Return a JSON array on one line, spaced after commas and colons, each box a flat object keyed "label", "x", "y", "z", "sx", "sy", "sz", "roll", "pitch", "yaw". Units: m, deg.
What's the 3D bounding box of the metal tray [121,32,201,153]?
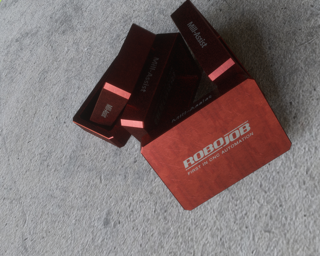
[{"label": "metal tray", "x": 0.008, "y": -0.040, "z": 0.383, "sx": 0.030, "sy": 0.090, "sz": 0.130, "roll": 7, "pitch": 65, "yaw": 31}]

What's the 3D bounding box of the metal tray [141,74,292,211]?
[{"label": "metal tray", "x": 0.057, "y": 0.016, "z": 0.323, "sx": 0.130, "sy": 0.090, "sz": 0.030, "roll": -34, "pitch": 17, "yaw": 6}]

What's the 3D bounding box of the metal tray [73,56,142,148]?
[{"label": "metal tray", "x": -0.059, "y": -0.044, "z": 0.458, "sx": 0.090, "sy": 0.030, "sz": 0.130, "roll": 22, "pitch": 73, "yaw": 35}]

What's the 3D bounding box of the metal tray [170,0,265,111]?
[{"label": "metal tray", "x": 0.069, "y": -0.090, "z": 0.379, "sx": 0.030, "sy": 0.090, "sz": 0.130, "roll": -39, "pitch": 50, "yaw": 20}]

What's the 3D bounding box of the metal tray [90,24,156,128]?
[{"label": "metal tray", "x": -0.051, "y": -0.060, "z": 0.394, "sx": 0.130, "sy": 0.030, "sz": 0.090, "roll": -39, "pitch": 29, "yaw": 66}]
